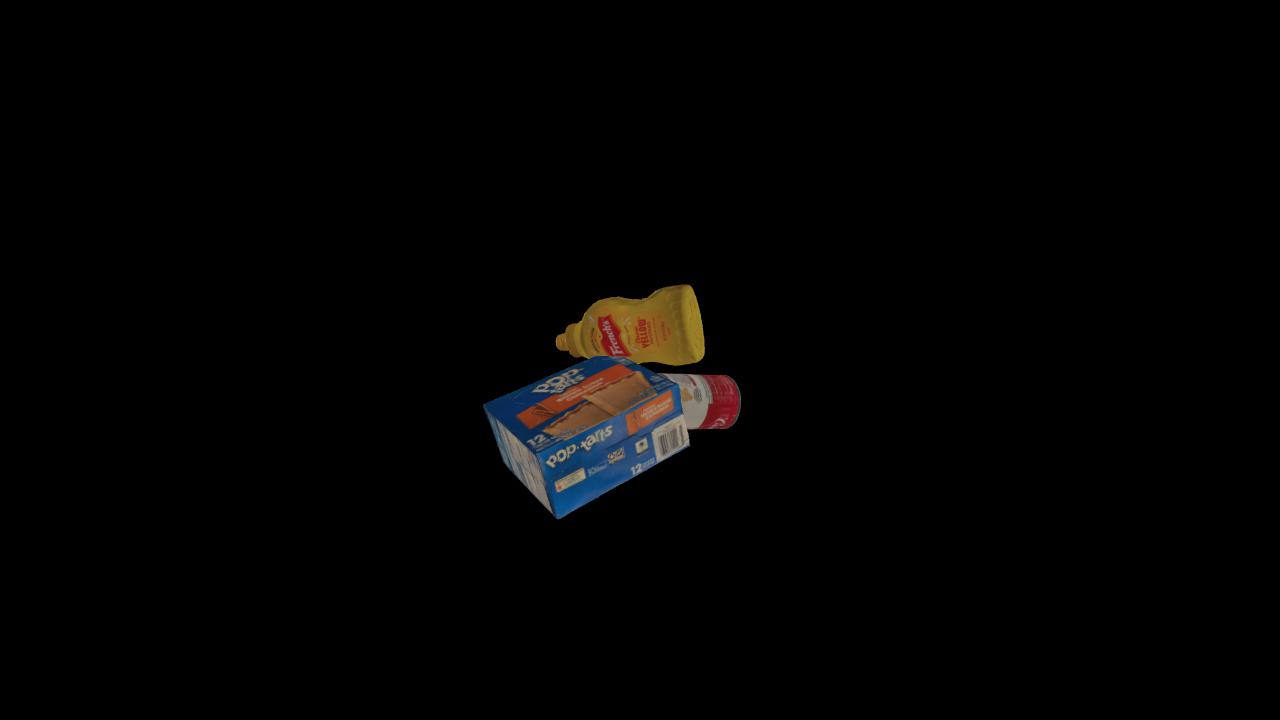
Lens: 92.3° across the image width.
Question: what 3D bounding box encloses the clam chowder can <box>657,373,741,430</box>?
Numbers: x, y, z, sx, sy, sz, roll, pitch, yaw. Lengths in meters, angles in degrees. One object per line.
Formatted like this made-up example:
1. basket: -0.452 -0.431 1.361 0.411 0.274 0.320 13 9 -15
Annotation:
1. clam chowder can: 0.060 0.050 0.734 0.102 0.068 0.068 3 -2 -33

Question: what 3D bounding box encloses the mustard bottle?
1. mustard bottle: -0.019 -0.031 0.726 0.184 0.092 0.054 -7 17 25

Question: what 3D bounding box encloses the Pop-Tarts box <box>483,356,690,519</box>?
1. Pop-Tarts box: -0.058 0.070 0.662 0.167 0.083 0.141 -24 28 -26
